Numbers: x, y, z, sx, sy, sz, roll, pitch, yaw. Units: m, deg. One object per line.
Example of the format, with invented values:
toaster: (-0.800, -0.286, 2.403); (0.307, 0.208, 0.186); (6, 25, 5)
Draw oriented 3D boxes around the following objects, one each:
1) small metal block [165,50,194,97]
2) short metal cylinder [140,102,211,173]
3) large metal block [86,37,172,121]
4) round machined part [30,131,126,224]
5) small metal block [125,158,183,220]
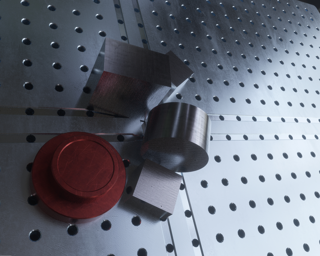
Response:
small metal block: (0.015, -0.083, 0.469); (0.050, 0.025, 0.050); (44, 51, 2)
short metal cylinder: (0.020, 0.013, 0.377); (0.080, 0.080, 0.050); (22, 54, -16)
large metal block: (-0.041, -0.057, 0.387); (0.081, 0.080, 0.050); (11, 57, -23)
round machined part: (-0.082, 0.046, 0.326); (0.099, 0.042, 0.098); (14, 56, -21)
small metal block: (-0.006, 0.071, 0.363); (0.050, 0.025, 0.050); (28, 52, -11)
